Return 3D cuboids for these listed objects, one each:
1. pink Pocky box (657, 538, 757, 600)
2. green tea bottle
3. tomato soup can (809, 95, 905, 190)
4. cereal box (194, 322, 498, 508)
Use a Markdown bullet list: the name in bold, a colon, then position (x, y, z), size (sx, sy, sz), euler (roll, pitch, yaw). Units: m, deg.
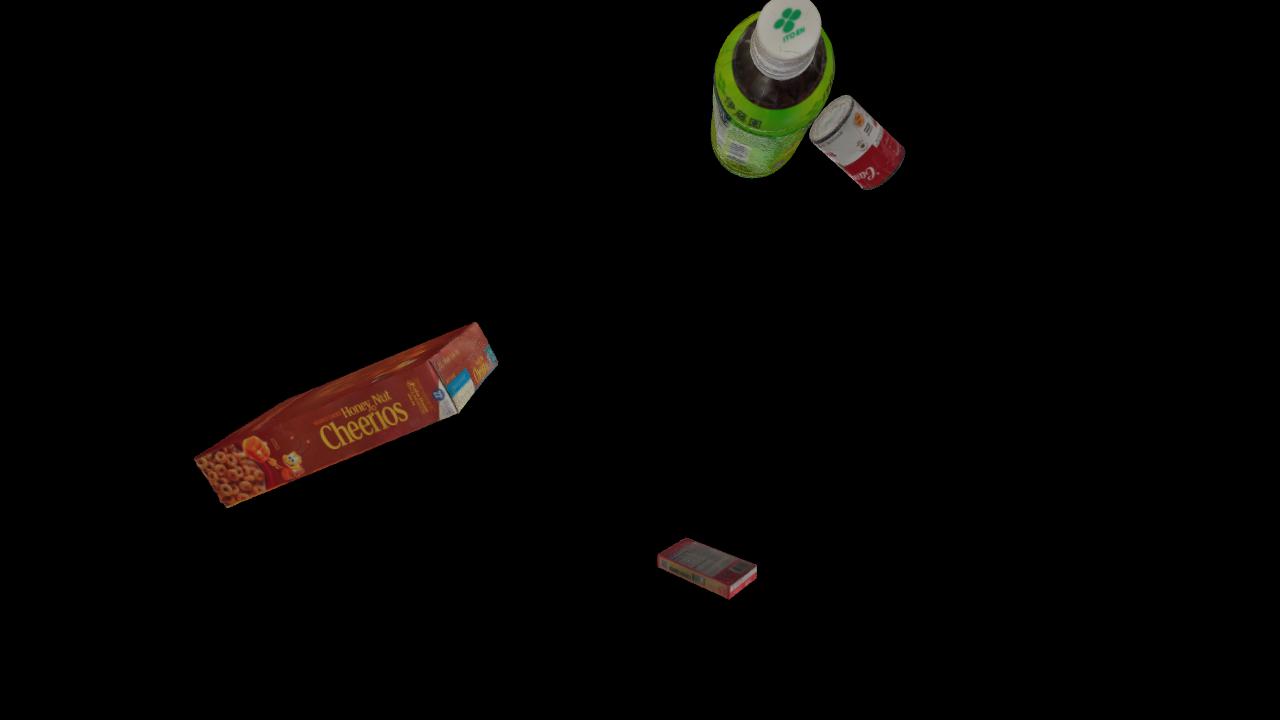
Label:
- **pink Pocky box**: position (0.113, 0.353, 1.053), size (0.155, 0.029, 0.084), euler (9, 15, 41)
- **green tea bottle**: position (0.080, -0.167, 0.391), size (0.073, 0.073, 0.212), euler (0, 8, 6)
- **tomato soup can**: position (0.267, -0.268, 0.759), size (0.101, 0.068, 0.068), euler (32, -14, -23)
- **cereal box**: position (-0.347, 0.058, 0.773), size (0.306, 0.081, 0.203), euler (-21, 15, 5)
